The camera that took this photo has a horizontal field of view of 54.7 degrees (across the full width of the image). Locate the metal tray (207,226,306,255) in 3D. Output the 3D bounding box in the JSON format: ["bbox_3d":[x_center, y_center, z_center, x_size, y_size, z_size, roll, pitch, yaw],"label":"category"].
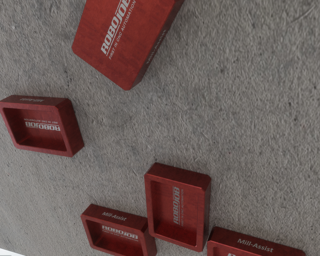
[{"bbox_3d":[0.137,0.203,0.457,0.130,0.030,0.089,9,123,23],"label":"metal tray"}]

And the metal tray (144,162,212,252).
[{"bbox_3d":[0.027,0.120,0.463,0.090,0.030,0.129,11,123,22],"label":"metal tray"}]

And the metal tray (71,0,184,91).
[{"bbox_3d":[-0.041,-0.118,0.352,0.090,0.030,0.129,37,129,3],"label":"metal tray"}]

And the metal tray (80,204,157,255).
[{"bbox_3d":[-0.075,0.193,0.562,0.130,0.030,0.089,7,122,24],"label":"metal tray"}]

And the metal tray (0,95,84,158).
[{"bbox_3d":[-0.193,-0.004,0.502,0.130,0.030,0.089,5,121,25],"label":"metal tray"}]
